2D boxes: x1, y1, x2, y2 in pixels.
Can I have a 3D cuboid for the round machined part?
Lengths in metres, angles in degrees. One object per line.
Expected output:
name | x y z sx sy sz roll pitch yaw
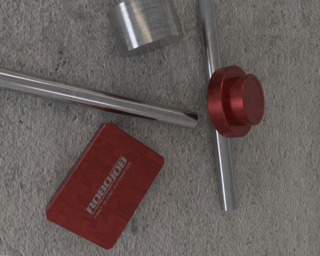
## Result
round machined part | 0.108 -0.036 0.418 0.099 0.042 0.097 7 81 -49

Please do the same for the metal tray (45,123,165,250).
metal tray | -0.066 0.069 0.382 0.090 0.030 0.130 35 79 -17

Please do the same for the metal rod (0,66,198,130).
metal rod | -0.093 -0.038 0.374 0.302 0.025 0.025 12 86 -20

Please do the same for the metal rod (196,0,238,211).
metal rod | 0.081 -0.033 0.439 0.025 0.025 0.298 -8 93 -20

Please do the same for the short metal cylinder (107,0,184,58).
short metal cylinder | -0.017 -0.122 0.373 0.081 0.080 0.050 -20 97 -19
